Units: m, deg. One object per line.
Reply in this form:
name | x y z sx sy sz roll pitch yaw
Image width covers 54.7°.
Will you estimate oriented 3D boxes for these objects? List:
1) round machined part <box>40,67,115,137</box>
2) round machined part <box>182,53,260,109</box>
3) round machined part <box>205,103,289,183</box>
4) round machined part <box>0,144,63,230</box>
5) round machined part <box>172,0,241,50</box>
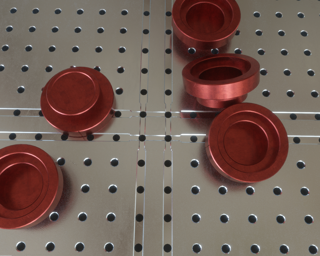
round machined part | -0.112 -0.041 0.416 0.099 0.042 0.098 0 70 -1
round machined part | 0.080 -0.061 0.409 0.099 0.042 0.098 -7 33 5
round machined part | 0.105 0.020 0.392 0.099 0.042 0.098 1 78 -4
round machined part | -0.166 0.072 0.374 0.099 0.042 0.098 0 70 -1
round machined part | 0.066 -0.157 0.461 0.099 0.042 0.098 0 70 -1
